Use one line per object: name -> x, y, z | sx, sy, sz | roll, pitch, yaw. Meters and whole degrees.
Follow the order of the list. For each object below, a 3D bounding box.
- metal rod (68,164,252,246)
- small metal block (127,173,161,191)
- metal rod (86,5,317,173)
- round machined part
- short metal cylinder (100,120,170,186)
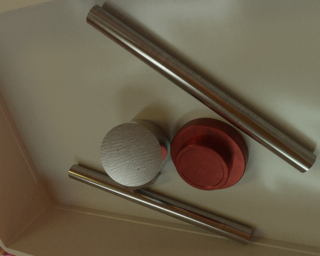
metal rod -> -0.011, 0.114, 0.483 | 0.301, 0.025, 0.025 | 16, 125, 18
small metal block -> -0.036, 0.063, 0.465 | 0.050, 0.025, 0.050 | -25, 106, 36
metal rod -> 0.043, -0.047, 0.355 | 0.301, 0.025, 0.025 | 35, 129, 4
round machined part -> 0.058, 0.040, 0.391 | 0.098, 0.042, 0.097 | 13, 124, 20
short metal cylinder -> -0.031, 0.031, 0.407 | 0.080, 0.050, 0.079 | 1, 97, 13
